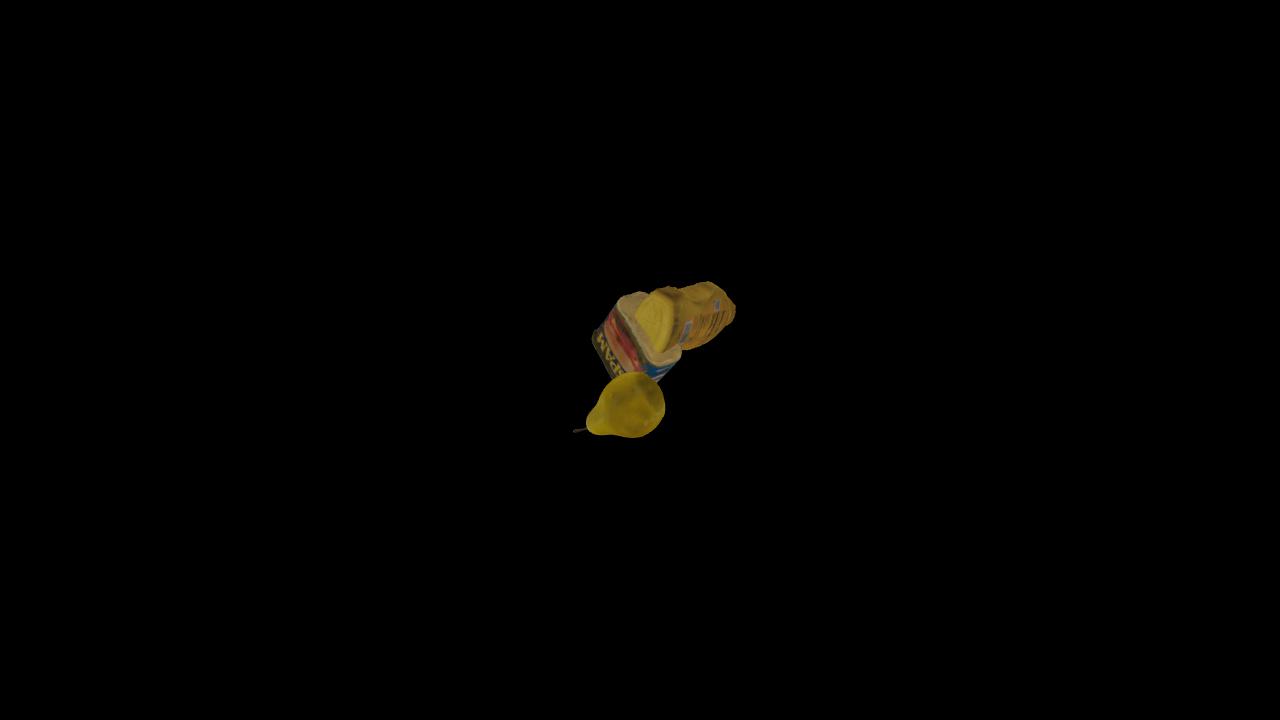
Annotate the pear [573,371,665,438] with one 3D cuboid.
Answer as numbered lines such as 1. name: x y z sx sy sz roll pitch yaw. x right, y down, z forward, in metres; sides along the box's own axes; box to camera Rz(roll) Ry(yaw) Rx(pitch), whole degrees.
1. pear: -0.026 0.062 0.703 0.111 0.080 0.080 -32 -19 34

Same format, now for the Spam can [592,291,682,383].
1. Spam can: -0.004 -0.018 0.733 0.058 0.101 0.085 -20 -16 -34

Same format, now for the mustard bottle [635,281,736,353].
1. mustard bottle: 0.066 -0.052 0.760 0.054 0.092 0.184 31 29 29
